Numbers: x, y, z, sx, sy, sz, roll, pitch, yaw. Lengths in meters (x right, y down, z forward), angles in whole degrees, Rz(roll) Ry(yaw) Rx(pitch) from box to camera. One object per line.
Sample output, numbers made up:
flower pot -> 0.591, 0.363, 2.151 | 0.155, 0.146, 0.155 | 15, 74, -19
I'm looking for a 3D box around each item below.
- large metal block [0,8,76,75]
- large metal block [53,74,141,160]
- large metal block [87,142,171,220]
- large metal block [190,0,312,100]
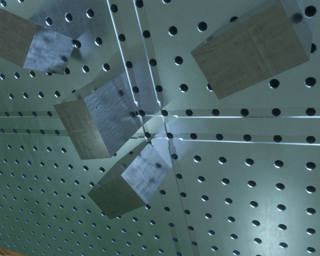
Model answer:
large metal block -> -0.167, -0.109, 0.385 | 0.080, 0.080, 0.050 | 25, 100, 12
large metal block -> -0.077, -0.015, 0.406 | 0.050, 0.080, 0.080 | -7, 115, 31
large metal block -> -0.043, 0.076, 0.443 | 0.080, 0.080, 0.050 | -32, 101, 38
large metal block -> 0.086, -0.077, 0.282 | 0.080, 0.080, 0.050 | -23, 106, 36
